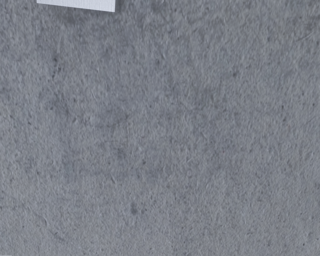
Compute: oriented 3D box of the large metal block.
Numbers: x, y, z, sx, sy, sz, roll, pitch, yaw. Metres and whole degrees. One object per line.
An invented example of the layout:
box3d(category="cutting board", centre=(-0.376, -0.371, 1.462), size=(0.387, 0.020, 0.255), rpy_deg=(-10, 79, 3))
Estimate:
box3d(category="large metal block", centre=(-0.083, -0.171, 0.332), size=(0.081, 0.050, 0.079), rpy_deg=(6, 110, -3))
